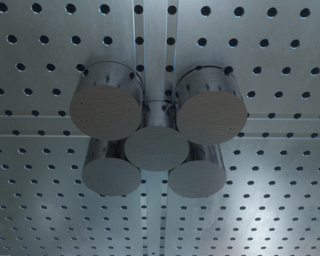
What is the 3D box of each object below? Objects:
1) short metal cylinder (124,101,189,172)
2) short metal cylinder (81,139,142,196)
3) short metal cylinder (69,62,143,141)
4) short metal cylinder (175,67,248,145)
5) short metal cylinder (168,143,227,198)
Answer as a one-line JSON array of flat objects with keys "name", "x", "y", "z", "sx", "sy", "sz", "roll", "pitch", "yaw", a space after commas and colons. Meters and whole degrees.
[{"name": "short metal cylinder", "x": -0.004, "y": 0.012, "z": 0.404, "sx": 0.081, "sy": 0.050, "sz": 0.079, "roll": 0, "pitch": 130, "yaw": 0}, {"name": "short metal cylinder", "x": -0.065, "y": 0.052, "z": 0.437, "sx": 0.081, "sy": 0.050, "sz": 0.079, "roll": 0, "pitch": 130, "yaw": 0}, {"name": "short metal cylinder", "x": -0.061, "y": -0.031, "z": 0.367, "sx": 0.081, "sy": 0.050, "sz": 0.079, "roll": 0, "pitch": 130, "yaw": 0}, {"name": "short metal cylinder", "x": 0.059, "y": -0.025, "z": 0.372, "sx": 0.081, "sy": 0.050, "sz": 0.079, "roll": 0, "pitch": 130, "yaw": 0}, {"name": "short metal cylinder", "x": 0.051, "y": 0.056, "z": 0.443, "sx": 0.081, "sy": 0.050, "sz": 0.079, "roll": 0, "pitch": 130, "yaw": 0}]
